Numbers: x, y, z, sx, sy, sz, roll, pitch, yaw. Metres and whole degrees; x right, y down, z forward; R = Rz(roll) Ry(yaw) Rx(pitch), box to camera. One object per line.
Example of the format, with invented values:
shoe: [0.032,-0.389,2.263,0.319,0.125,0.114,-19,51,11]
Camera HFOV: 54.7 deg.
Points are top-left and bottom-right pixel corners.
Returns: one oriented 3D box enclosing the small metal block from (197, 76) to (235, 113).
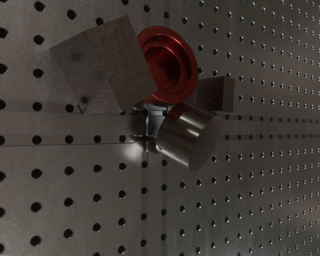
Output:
small metal block: [0.083,-0.048,0.465,0.025,0.050,0.050,7,86,-40]

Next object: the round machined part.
round machined part: [-0.002,-0.073,0.390,0.099,0.042,0.098,9,75,-34]

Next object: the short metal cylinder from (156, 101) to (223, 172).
short metal cylinder: [0.040,0.010,0.406,0.080,0.050,0.079,-40,146,-35]

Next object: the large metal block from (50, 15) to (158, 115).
large metal block: [-0.059,-0.062,0.325,0.050,0.080,0.080,-36,113,-34]
